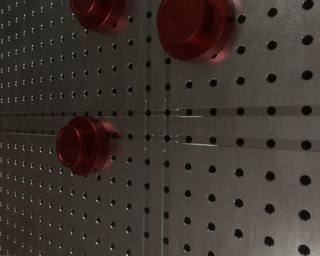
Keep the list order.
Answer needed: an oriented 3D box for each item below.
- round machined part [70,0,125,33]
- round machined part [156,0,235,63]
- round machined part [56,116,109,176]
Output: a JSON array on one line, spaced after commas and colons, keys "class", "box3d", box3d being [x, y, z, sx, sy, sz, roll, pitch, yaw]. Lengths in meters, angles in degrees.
[{"class": "round machined part", "box3d": [-0.103, -0.202, 0.480, 0.098, 0.042, 0.097, 0, 90, 39]}, {"class": "round machined part", "box3d": [0.034, -0.129, 0.368, 0.098, 0.042, 0.097, 0, 90, 39]}, {"class": "round machined part", "box3d": [-0.132, 0.029, 0.504, 0.098, 0.042, 0.097, 0, 90, 39]}]
